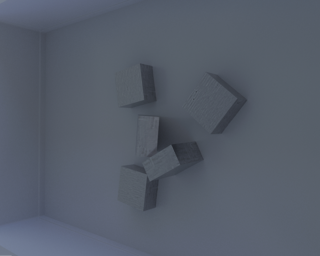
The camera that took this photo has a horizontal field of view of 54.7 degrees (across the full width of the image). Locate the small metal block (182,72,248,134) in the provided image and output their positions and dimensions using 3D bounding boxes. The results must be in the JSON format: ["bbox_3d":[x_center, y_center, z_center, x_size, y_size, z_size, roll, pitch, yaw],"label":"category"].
[{"bbox_3d":[0.062,-0.028,0.355,0.050,0.025,0.050,48,118,29],"label":"small metal block"}]

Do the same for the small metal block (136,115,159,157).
[{"bbox_3d":[-0.017,0.009,0.401,0.025,0.050,0.050,4,94,-5],"label":"small metal block"}]

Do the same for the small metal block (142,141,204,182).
[{"bbox_3d":[0.016,0.040,0.375,0.050,0.050,0.025,-34,71,34],"label":"small metal block"}]

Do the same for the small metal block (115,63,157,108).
[{"bbox_3d":[-0.035,-0.058,0.433,0.050,0.025,0.050,-11,83,39],"label":"small metal block"}]

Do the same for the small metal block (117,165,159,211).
[{"bbox_3d":[-0.030,0.081,0.430,0.050,0.025,0.050,11,97,39],"label":"small metal block"}]
